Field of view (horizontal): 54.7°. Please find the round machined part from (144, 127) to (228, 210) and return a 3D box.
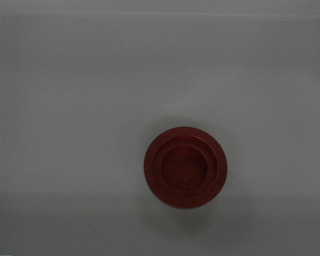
[{"bbox_3d":[0.030,0.051,0.382,0.099,0.042,0.098,0,70,-1],"label":"round machined part"}]
